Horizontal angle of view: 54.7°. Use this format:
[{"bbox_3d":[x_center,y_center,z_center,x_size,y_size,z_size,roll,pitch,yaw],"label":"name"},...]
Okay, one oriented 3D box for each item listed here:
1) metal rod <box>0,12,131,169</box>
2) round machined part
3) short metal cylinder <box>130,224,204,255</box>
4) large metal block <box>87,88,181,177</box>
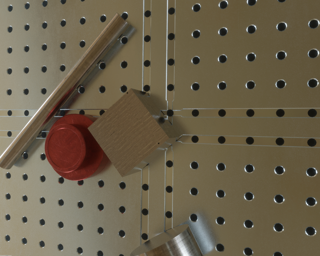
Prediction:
[{"bbox_3d":[-0.151,-0.047,0.465,0.299,0.025,0.025,-46,76,14],"label":"metal rod"},{"bbox_3d":[-0.125,0.028,0.448,0.098,0.042,0.097,0,90,20],"label":"round machined part"},{"bbox_3d":[0.011,0.160,0.380,0.080,0.080,0.050,-29,81,18],"label":"short metal cylinder"},{"bbox_3d":[-0.033,0.006,0.411,0.080,0.050,0.080,-41,77,15],"label":"large metal block"}]
